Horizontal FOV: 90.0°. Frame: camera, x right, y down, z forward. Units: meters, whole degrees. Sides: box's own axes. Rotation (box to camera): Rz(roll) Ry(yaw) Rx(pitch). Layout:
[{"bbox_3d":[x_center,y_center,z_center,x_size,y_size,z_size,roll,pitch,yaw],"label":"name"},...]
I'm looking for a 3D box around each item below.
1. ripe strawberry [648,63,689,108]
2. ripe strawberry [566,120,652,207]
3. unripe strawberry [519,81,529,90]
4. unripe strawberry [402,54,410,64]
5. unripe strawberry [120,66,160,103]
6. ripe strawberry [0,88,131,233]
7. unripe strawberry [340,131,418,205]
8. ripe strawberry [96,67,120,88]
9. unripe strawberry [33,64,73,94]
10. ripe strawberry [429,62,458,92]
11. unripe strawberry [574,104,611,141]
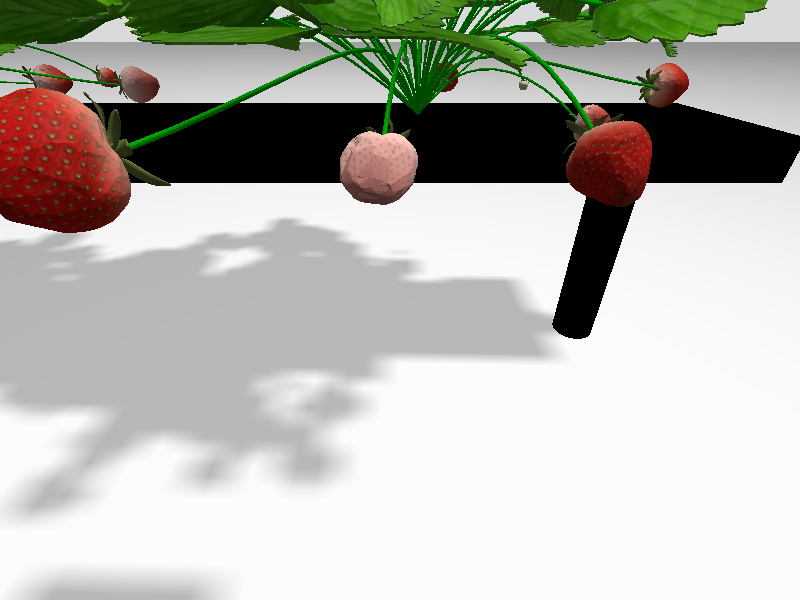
[{"bbox_3d":[0.233,-0.186,0.347,0.035,0.034,0.032,-6,34,-9],"label":"ripe strawberry"},{"bbox_3d":[0.080,-0.050,0.151,0.029,0.031,0.030,-11,-22,-15],"label":"ripe strawberry"},{"bbox_3d":[0.138,-0.239,0.446,0.011,0.010,0.010,24,41,31],"label":"unripe strawberry"},{"bbox_3d":[0.008,-0.313,0.519,0.011,0.011,0.010,-1,34,-1],"label":"unripe strawberry"},{"bbox_3d":[-0.241,-0.201,0.373,0.030,0.030,0.028,-11,36,-17],"label":"unripe strawberry"},{"bbox_3d":[-0.109,-0.041,0.123,0.037,0.042,0.040,17,38,23],"label":"ripe strawberry"},{"bbox_3d":[-0.008,-0.046,0.145,0.029,0.026,0.026,4,-35,5],"label":"unripe strawberry"},{"bbox_3d":[-0.329,-0.251,0.453,0.023,0.019,0.023,20,13,26],"label":"ripe strawberry"},{"bbox_3d":[-0.329,-0.207,0.381,0.029,0.029,0.032,-23,40,-31],"label":"unripe strawberry"},{"bbox_3d":[0.046,-0.234,0.420,0.032,0.027,0.032,8,34,11],"label":"ripe strawberry"},{"bbox_3d":[0.110,-0.099,0.228,0.018,0.021,0.020,-27,49,-34],"label":"unripe strawberry"}]
